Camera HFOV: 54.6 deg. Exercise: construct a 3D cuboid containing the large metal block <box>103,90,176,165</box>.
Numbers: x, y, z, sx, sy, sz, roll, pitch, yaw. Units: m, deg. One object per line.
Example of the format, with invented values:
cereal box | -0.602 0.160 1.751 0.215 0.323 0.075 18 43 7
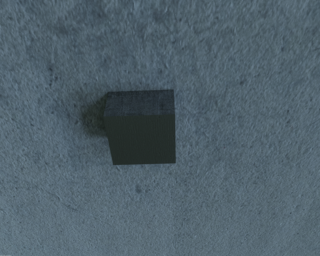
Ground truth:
large metal block | -0.022 0.000 0.390 0.080 0.050 0.080 -2 130 1
